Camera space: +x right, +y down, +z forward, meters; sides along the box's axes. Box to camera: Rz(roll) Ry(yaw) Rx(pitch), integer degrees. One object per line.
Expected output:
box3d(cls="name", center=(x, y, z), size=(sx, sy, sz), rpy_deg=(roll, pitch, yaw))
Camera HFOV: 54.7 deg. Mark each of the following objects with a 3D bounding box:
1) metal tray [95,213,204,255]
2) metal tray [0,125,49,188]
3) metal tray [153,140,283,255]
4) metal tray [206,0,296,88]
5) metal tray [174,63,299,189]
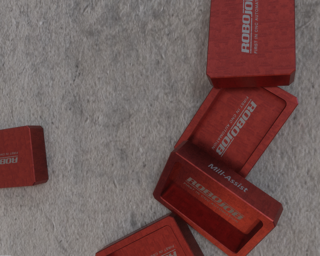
box3d(cls="metal tray", center=(-0.012, 0.178, 0.409), size=(0.130, 0.030, 0.090), rpy_deg=(-32, 80, 16))
box3d(cls="metal tray", center=(-0.244, 0.048, 0.490), size=(0.130, 0.030, 0.089), rpy_deg=(-8, 88, 19))
box3d(cls="metal tray", center=(0.061, 0.085, 0.361), size=(0.130, 0.030, 0.089), rpy_deg=(35, 132, 16))
box3d(cls="metal tray", center=(0.103, -0.112, 0.352), size=(0.090, 0.030, 0.129), rpy_deg=(1, 74, 19))
box3d(cls="metal tray", center=(0.089, -0.002, 0.374), size=(0.090, 0.030, 0.129), rpy_deg=(35, 101, 16))
